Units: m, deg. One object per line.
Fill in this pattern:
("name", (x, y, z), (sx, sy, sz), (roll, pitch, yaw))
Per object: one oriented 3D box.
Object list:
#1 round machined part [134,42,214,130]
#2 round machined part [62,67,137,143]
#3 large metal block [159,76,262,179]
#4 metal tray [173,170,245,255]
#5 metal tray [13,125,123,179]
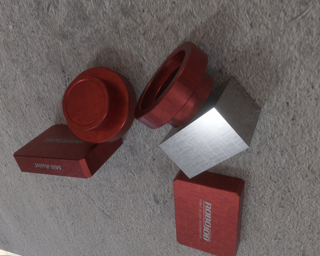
("round machined part", (0.018, -0.039, 0.328), (0.042, 0.098, 0.098), (34, 131, -18))
("round machined part", (-0.082, -0.030, 0.390), (0.098, 0.042, 0.097), (-2, 86, 22))
("large metal block", (0.057, -0.001, 0.339), (0.050, 0.080, 0.080), (48, 129, -7))
("metal tray", (0.069, 0.123, 0.443), (0.090, 0.030, 0.129), (9, 123, 22))
("metal tray", (-0.132, 0.030, 0.449), (0.130, 0.090, 0.030), (1, 120, 27))
